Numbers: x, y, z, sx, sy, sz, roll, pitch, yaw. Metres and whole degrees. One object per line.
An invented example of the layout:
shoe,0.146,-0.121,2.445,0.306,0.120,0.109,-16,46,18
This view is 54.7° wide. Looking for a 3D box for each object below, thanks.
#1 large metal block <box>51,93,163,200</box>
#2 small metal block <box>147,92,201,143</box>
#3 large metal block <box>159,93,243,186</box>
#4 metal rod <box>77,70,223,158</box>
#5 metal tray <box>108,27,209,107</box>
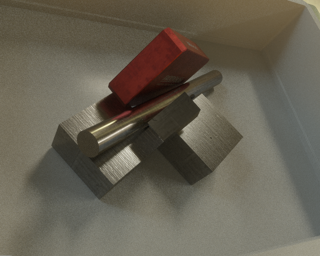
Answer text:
large metal block,-0.058,0.018,0.344,0.080,0.050,0.080,47,51,5
small metal block,0.016,-0.009,0.341,0.050,0.050,0.025,-40,83,-2
large metal block,0.048,0.014,0.407,0.080,0.050,0.080,47,51,5
metal rod,0.014,-0.034,0.386,0.025,0.025,0.302,49,36,6
metal tray,0.005,-0.068,0.373,0.030,0.090,0.131,52,19,7
